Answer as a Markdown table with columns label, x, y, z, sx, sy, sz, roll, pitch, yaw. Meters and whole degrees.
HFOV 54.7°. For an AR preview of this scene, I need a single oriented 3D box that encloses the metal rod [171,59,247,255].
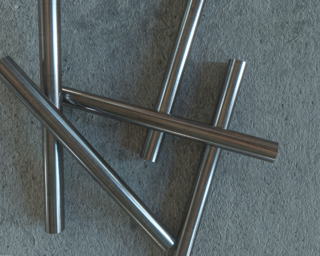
| label | x | y | z | sx | sy | sz | roll | pitch | yaw |
| --- | --- | --- | --- | --- | --- | --- | --- | --- | --- |
| metal rod | 0.061 | 0.056 | 0.410 | 0.025 | 0.025 | 0.298 | 16 | 90 | 0 |

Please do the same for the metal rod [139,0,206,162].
| label | x | y | z | sx | sy | sz | roll | pitch | yaw |
| --- | --- | --- | --- | --- | --- | --- | --- | --- | --- |
| metal rod | 0.028 | -0.101 | 0.409 | 0.025 | 0.025 | 0.298 | 17 | 90 | 0 |

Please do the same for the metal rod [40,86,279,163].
| label | x | y | z | sx | sy | sz | roll | pitch | yaw |
| --- | --- | --- | --- | --- | --- | --- | --- | --- | --- |
| metal rod | -0.010 | -0.010 | 0.384 | 0.301 | 0.025 | 0.025 | 15 | 90 | 9 |

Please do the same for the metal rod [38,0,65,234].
| label | x | y | z | sx | sy | sz | roll | pitch | yaw |
| --- | --- | --- | --- | --- | --- | --- | --- | --- | --- |
| metal rod | -0.134 | -0.013 | 0.384 | 0.025 | 0.025 | 0.298 | 2 | 100 | 0 |

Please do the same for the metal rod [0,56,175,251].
| label | x | y | z | sx | sy | sz | roll | pitch | yaw |
| --- | --- | --- | --- | --- | --- | --- | --- | --- | --- |
| metal rod | -0.083 | 0.041 | 0.375 | 0.025 | 0.025 | 0.300 | -40 | 104 | 0 |
